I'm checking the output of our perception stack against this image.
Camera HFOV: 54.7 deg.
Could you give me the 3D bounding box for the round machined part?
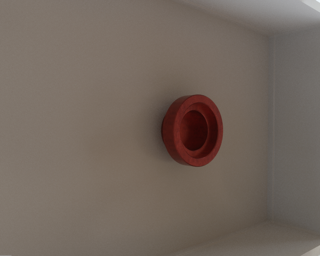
[{"bbox_3d":[0.041,0.003,0.432,0.099,0.042,0.097,0,90,-40],"label":"round machined part"}]
